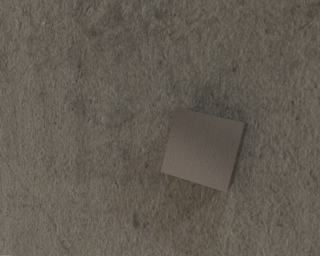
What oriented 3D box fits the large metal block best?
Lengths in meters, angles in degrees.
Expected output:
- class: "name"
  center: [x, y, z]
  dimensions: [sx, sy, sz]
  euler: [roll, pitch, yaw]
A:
- class: "large metal block"
  center: [0.055, 0.023, 0.376]
  dimensions: [0.080, 0.050, 0.080]
  euler: [15, 95, 19]
